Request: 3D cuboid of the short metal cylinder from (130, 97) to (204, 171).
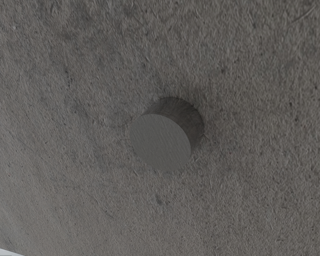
[{"bbox_3d":[0.010,0.007,0.390,0.080,0.050,0.080,13,124,21],"label":"short metal cylinder"}]
